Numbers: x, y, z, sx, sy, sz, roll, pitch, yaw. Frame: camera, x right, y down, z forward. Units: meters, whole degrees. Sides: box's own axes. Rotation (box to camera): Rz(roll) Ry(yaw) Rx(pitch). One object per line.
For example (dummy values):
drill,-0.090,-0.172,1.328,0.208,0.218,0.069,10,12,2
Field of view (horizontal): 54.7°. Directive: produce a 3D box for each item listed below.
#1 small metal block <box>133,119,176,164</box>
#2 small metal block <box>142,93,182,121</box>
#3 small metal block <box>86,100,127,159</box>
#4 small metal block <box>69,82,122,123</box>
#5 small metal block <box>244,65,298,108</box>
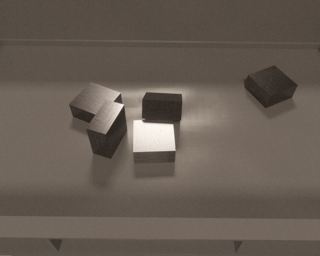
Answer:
small metal block,-0.008,0.017,0.391,0.050,0.025,0.050,-2,50,-2
small metal block,0.004,-0.030,0.415,0.050,0.025,0.050,3,17,2
small metal block,-0.064,0.002,0.387,0.025,0.050,0.050,16,52,12
small metal block,-0.088,-0.032,0.431,0.050,0.025,0.050,21,53,16
small metal block,0.164,-0.062,0.459,0.050,0.025,0.050,-21,53,-17
